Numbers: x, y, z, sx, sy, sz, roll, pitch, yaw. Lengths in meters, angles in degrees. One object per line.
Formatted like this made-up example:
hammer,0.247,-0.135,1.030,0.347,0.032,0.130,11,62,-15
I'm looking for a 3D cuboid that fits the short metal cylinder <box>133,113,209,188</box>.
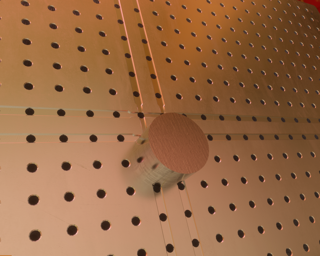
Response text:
short metal cylinder,0.013,0.028,0.384,0.081,0.050,0.080,14,56,-21
